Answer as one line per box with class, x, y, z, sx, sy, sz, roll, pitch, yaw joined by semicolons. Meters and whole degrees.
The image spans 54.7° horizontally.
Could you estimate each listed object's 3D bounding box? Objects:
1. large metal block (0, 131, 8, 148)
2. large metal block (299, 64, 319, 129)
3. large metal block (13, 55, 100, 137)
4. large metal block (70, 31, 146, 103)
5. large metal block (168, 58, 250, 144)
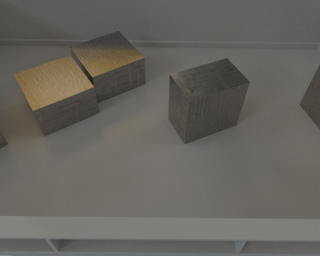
large metal block;-0.242;-0.014;0.378;0.050;0.080;0.080;-35;59;-26
large metal block;0.240;-0.036;0.402;0.050;0.080;0.080;-13;51;-11
large metal block;-0.141;-0.047;0.426;0.081;0.050;0.080;-26;55;-21
large metal block;-0.077;-0.094;0.467;0.081;0.050;0.080;-26;55;-20
large metal block;0.059;-0.034;0.399;0.081;0.080;0.050;-19;53;-15
